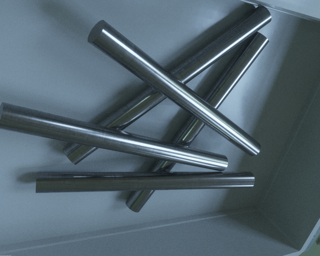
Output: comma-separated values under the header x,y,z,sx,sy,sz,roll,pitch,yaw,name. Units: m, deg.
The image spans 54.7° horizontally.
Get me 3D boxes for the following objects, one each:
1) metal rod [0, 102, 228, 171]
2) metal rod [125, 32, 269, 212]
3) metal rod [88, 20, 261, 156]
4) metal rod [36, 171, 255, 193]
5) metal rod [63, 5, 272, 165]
x,y,z,sx,sy,sz,roll,pitch,yaw,name
-0.029,0.020,0.372,0.302,0.025,0.025,15,111,-35,metal rod
0.046,-0.002,0.434,0.025,0.025,0.299,29,103,-38,metal rod
0.042,-0.029,0.381,0.301,0.025,0.025,31,101,-39,metal rod
-0.006,0.072,0.421,0.303,0.025,0.025,3,118,-20,metal rod
0.012,-0.055,0.382,0.301,0.025,0.025,-37,130,-4,metal rod
